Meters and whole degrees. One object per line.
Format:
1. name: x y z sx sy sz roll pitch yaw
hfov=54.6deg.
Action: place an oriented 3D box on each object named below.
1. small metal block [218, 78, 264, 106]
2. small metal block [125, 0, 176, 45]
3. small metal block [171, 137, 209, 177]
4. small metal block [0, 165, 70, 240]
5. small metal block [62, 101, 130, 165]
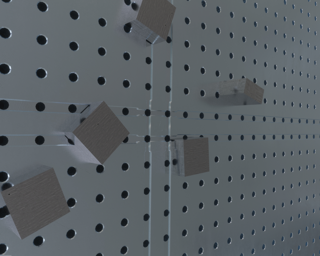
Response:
1. small metal block: 0.131 -0.057 0.501 0.050 0.050 0.025 21 77 -38
2. small metal block: -0.011 -0.144 0.398 0.050 0.025 0.050 26 74 -37
3. small metal block: 0.044 0.040 0.445 0.050 0.025 0.050 -4 93 -40
4. small metal block: -0.124 0.071 0.305 0.050 0.025 0.050 -26 107 -37
5. small metal block: -0.071 0.005 0.349 0.050 0.025 0.050 -51 120 -28
